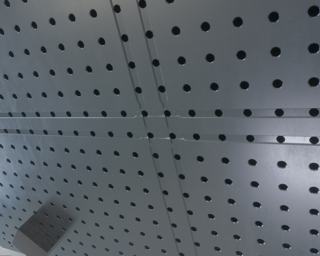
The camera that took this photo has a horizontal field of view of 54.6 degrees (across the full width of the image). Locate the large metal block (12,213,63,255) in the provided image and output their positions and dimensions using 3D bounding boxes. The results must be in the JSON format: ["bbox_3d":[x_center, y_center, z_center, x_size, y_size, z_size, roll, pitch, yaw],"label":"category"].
[{"bbox_3d":[-0.277,0.251,0.698,0.080,0.050,0.080,38,129,2],"label":"large metal block"}]
